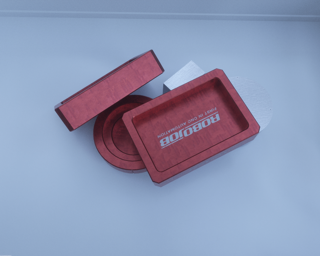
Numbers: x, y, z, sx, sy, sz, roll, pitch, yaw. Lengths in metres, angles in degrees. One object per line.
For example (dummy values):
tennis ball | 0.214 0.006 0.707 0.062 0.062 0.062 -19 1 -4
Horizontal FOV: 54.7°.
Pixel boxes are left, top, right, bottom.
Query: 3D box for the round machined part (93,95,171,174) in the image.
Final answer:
round machined part | -0.032 0.010 0.396 0.099 0.042 0.098 0 70 -1

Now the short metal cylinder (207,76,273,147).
short metal cylinder | 0.098 -0.020 0.402 0.081 0.050 0.080 0 70 0

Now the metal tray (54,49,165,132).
metal tray | -0.067 -0.048 0.388 0.131 0.090 0.030 -35 106 -13

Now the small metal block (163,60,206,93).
small metal block | 0.031 -0.055 0.414 0.050 0.050 0.025 -41 75 -15

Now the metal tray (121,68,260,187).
metal tray | 0.034 -0.001 0.356 0.131 0.030 0.090 -26 71 -5
